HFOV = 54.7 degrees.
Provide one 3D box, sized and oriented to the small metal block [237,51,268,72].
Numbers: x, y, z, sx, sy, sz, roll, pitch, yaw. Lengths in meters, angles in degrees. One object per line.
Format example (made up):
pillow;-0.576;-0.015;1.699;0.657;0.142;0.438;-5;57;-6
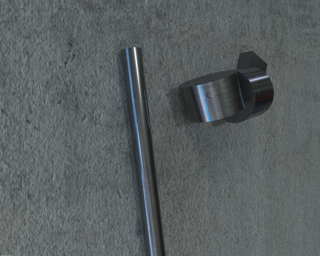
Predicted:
small metal block;0.159;-0.099;0.541;0.050;0.025;0.050;25;74;-38

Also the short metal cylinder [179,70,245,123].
short metal cylinder;0.072;-0.045;0.432;0.081;0.080;0.050;-28;108;-37

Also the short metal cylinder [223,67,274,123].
short metal cylinder;0.125;-0.052;0.477;0.050;0.080;0.079;-17;101;-39

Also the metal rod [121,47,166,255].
metal rod;-0.018;0.052;0.391;0.025;0.025;0.298;-11;97;-40
